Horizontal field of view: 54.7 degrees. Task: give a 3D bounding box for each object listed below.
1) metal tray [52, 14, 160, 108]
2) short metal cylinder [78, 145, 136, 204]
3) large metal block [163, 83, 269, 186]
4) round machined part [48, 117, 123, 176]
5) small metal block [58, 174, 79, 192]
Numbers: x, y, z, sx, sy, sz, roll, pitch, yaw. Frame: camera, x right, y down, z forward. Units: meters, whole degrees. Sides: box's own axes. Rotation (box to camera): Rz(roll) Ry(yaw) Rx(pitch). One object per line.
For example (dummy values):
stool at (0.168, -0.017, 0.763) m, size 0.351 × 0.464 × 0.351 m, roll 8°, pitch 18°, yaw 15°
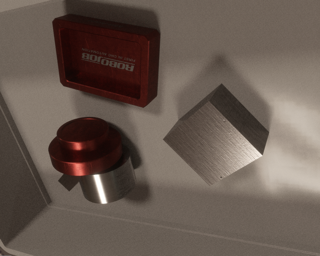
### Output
metal tray at (-0.067, -0.085, 0.386) m, size 0.130 × 0.030 × 0.089 m, roll 16°, pitch 125°, yaw 18°
short metal cylinder at (-0.079, 0.064, 0.452) m, size 0.080 × 0.080 × 0.050 m, roll 5°, pitch 121°, yaw 25°
large metal block at (0.065, 0.009, 0.363) m, size 0.080 × 0.050 × 0.080 m, roll 45°, pitch 129°, yaw -4°
round machined part at (-0.103, 0.018, 0.425) m, size 0.098 × 0.098 × 0.042 m, roll 11°, pitch 123°, yaw 22°
small metal block at (-0.130, 0.068, 0.500) m, size 0.025 × 0.050 × 0.050 m, roll 45°, pitch 131°, yaw -2°
